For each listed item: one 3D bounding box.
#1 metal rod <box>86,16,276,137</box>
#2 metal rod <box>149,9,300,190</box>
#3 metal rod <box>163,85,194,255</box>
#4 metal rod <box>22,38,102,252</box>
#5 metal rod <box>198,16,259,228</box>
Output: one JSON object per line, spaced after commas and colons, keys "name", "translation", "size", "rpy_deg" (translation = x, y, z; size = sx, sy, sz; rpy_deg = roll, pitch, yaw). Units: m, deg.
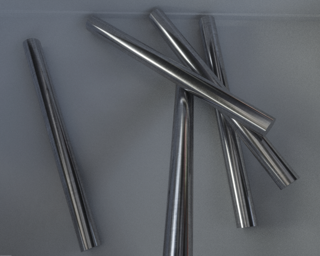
{"name": "metal rod", "translation": [0.010, -0.079, 0.405], "size": [0.300, 0.025, 0.025], "rpy_deg": [35, 73, 25]}
{"name": "metal rod", "translation": [0.070, -0.052, 0.404], "size": [0.025, 0.025, 0.299], "rpy_deg": [-29, 66, -10]}
{"name": "metal rod", "translation": [0.023, 0.033, 0.330], "size": [0.025, 0.025, 0.300], "rpy_deg": [5, 44, 2]}
{"name": "metal rod", "translation": [-0.133, 0.008, 0.405], "size": [0.025, 0.025, 0.299], "rpy_deg": [-20, 71, -7]}
{"name": "metal rod", "translation": [0.087, -0.022, 0.418], "size": [0.025, 0.025, 0.299], "rpy_deg": [-6, 70, -2]}
